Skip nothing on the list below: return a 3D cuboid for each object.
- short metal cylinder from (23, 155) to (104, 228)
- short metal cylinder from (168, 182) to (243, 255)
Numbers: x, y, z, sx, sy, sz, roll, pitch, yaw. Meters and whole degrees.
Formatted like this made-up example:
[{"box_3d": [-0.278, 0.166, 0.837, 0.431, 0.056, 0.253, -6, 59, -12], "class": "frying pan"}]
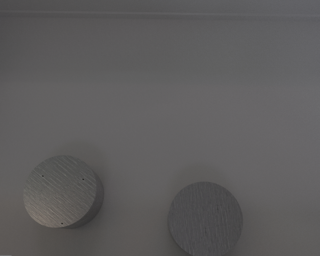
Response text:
[{"box_3d": [-0.111, 0.077, 0.367, 0.081, 0.050, 0.080, 0, 70, 0], "class": "short metal cylinder"}, {"box_3d": [0.049, 0.106, 0.358, 0.081, 0.050, 0.080, 0, 70, 0], "class": "short metal cylinder"}]
